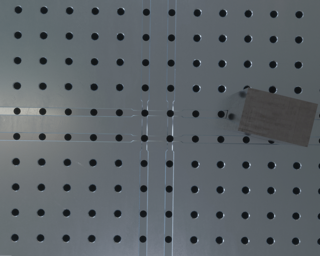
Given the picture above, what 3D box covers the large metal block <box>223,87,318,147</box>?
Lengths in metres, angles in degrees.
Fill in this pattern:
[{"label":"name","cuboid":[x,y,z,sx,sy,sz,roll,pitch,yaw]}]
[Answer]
[{"label":"large metal block","cuboid":[0.132,-0.012,0.387,0.080,0.080,0.050,14,90,0]}]
